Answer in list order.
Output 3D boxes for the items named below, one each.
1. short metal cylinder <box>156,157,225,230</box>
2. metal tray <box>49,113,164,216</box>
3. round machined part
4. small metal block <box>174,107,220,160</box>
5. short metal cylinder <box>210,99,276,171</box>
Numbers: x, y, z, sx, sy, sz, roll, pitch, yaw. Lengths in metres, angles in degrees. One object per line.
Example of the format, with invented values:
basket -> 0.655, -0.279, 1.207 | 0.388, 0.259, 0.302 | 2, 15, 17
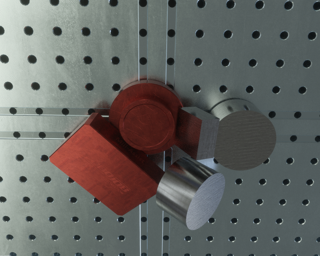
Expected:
short metal cylinder -> 0.041, 0.084, 0.405 | 0.050, 0.081, 0.079 | 26, 115, 37
metal tray -> -0.069, 0.052, 0.413 | 0.130, 0.030, 0.090 | 43, 120, -15
round machined part -> -0.016, -0.010, 0.396 | 0.099, 0.042, 0.097 | 0, 110, 0
small metal block -> 0.044, 0.005, 0.379 | 0.025, 0.050, 0.050 | -5, 112, -28
short metal cylinder -> 0.101, 0.008, 0.400 | 0.081, 0.050, 0.079 | 0, 110, 0
